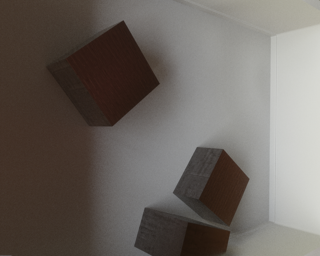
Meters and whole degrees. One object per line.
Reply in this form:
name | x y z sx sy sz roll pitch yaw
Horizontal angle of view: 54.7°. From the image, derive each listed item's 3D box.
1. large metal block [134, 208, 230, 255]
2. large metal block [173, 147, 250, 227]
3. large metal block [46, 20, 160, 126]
large metal block | 0.028 0.141 0.395 0.080 0.080 0.050 25 75 -37
large metal block | 0.077 0.085 0.455 0.080 0.050 0.080 45 63 -31
large metal block | -0.060 -0.058 0.340 0.080 0.050 0.080 -46 118 -30
